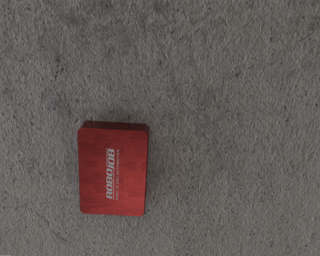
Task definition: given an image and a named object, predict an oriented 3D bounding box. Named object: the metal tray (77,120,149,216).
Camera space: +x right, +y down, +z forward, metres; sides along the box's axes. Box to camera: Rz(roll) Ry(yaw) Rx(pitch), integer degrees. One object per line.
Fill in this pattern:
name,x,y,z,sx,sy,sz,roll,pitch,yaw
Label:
metal tray,-0.063,0.057,0.428,0.090,0.030,0.129,3,110,-2
